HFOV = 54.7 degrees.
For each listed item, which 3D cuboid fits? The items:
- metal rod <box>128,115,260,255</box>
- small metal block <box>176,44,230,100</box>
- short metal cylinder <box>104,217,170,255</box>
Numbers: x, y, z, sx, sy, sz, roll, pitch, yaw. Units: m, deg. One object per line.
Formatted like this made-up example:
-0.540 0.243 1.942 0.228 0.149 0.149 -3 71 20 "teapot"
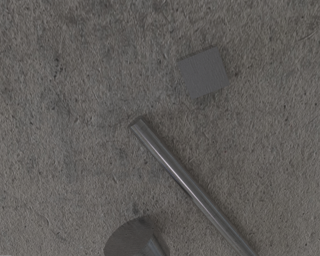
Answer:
0.059 0.102 0.447 0.025 0.025 0.300 -36 107 12 "metal rod"
0.053 -0.070 0.384 0.050 0.025 0.050 -21 109 7 "small metal block"
-0.032 0.176 0.445 0.080 0.080 0.050 -25 108 9 "short metal cylinder"
